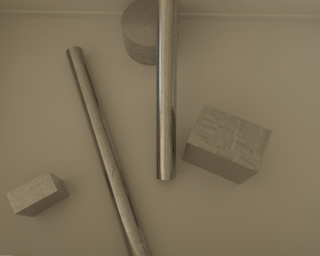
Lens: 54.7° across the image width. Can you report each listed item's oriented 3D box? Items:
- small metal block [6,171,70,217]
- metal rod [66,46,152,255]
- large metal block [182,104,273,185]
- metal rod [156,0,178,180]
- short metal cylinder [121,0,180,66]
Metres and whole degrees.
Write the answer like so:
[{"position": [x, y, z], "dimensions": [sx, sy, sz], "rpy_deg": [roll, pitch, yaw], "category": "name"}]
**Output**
[{"position": [-0.142, 0.079, 0.366], "dimensions": [0.050, 0.050, 0.025], "rpy_deg": [-29, 73, -10], "category": "small metal block"}, {"position": [-0.072, 0.022, 0.400], "dimensions": [0.025, 0.025, 0.299], "rpy_deg": [-19, 71, -7], "category": "metal rod"}, {"position": [0.076, 0.023, 0.373], "dimensions": [0.080, 0.080, 0.050], "rpy_deg": [23, 72, 8], "category": "large metal block"}, {"position": [0.008, -0.086, 0.375], "dimensions": [0.025, 0.025, 0.298], "rpy_deg": [0, 96, 0], "category": "metal rod"}, {"position": [-0.013, -0.138, 0.447], "dimensions": [0.081, 0.050, 0.080], "rpy_deg": [0, 70, 0], "category": "short metal cylinder"}]
